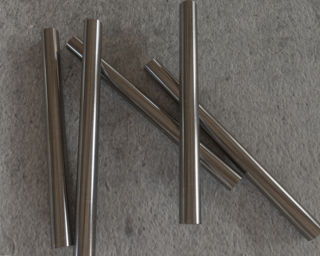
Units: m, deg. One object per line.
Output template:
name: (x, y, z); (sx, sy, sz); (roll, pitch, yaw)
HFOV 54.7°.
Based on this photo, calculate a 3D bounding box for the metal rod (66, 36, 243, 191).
metal rod: (-0.016, -0.027, 0.417); (0.300, 0.025, 0.025); (41, 75, 13)

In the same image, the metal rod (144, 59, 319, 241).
metal rod: (0.085, 0.018, 0.402); (0.025, 0.025, 0.300); (-39, 75, -13)

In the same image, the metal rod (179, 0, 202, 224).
metal rod: (0.037, -0.034, 0.393); (0.025, 0.025, 0.299); (1, 70, 0)

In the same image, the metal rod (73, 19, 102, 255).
metal rod: (-0.089, 0.002, 0.390); (0.025, 0.025, 0.299); (-1, 76, -1)

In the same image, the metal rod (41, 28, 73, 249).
metal rod: (-0.137, -0.001, 0.406); (0.025, 0.025, 0.299); (-9, 70, -4)
